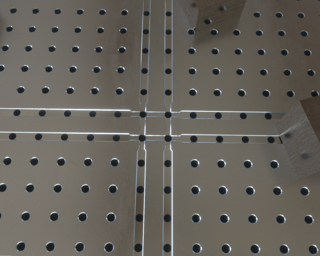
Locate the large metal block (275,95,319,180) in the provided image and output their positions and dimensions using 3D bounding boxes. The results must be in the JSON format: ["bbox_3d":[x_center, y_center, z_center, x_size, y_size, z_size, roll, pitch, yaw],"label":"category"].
[{"bbox_3d":[0.194,0.012,0.381,0.050,0.080,0.080,-15,71,-6],"label":"large metal block"}]

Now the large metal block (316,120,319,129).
[{"bbox_3d":[0.252,0.009,0.382,0.050,0.080,0.080,-13,71,-5],"label":"large metal block"}]

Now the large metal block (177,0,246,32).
[{"bbox_3d":[0.076,-0.206,0.475,0.080,0.050,0.080,-22,72,-8],"label":"large metal block"}]
